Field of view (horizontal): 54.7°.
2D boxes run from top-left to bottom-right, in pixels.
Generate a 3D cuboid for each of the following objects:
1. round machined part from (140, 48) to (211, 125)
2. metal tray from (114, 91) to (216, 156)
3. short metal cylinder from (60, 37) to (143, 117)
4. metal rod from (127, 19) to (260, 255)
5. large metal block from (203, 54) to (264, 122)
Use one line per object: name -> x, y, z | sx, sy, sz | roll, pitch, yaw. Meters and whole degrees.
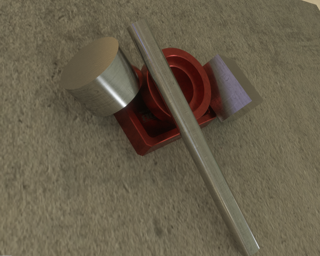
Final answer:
round machined part -> 0.016, -0.051, 0.404 | 0.099, 0.042, 0.098 | 10, 72, -31
metal tray -> 0.006, -0.027, 0.423 | 0.131, 0.030, 0.090 | -23, 74, -36
short metal cylinder -> -0.068, -0.060, 0.363 | 0.050, 0.080, 0.080 | 50, 39, -42
metal rod -> 0.041, 0.015, 0.364 | 0.025, 0.025, 0.299 | -31, 96, -38
large metal block -> 0.102, -0.058, 0.460 | 0.080, 0.050, 0.080 | 58, 27, 13
